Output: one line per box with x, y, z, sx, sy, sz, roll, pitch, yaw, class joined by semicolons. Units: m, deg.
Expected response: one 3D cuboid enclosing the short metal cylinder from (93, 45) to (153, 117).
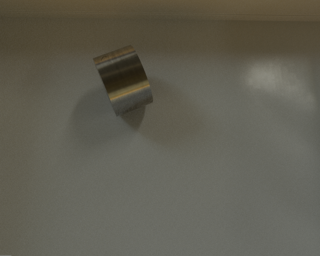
-0.048;-0.061;0.403;0.050;0.080;0.080;-22;72;-8;short metal cylinder
